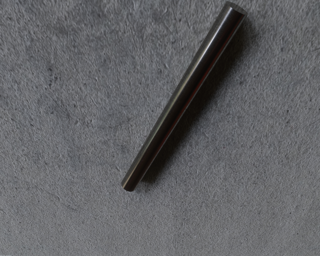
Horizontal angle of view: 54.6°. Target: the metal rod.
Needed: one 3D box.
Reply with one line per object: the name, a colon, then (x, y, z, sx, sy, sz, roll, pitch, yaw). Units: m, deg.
metal rod: (0.014, -0.015, 0.394, 0.025, 0.025, 0.298, 19, 128, -16)
